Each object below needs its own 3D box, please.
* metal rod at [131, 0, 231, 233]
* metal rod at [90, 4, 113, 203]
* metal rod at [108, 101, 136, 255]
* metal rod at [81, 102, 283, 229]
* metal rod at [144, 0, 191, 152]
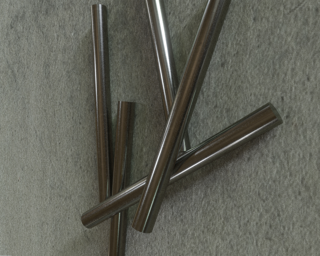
[{"bbox_3d":[0.027,-0.027,0.348,0.025,0.025,0.298,20,92,38],"label":"metal rod"},{"bbox_3d":[-0.088,-0.038,0.474,0.025,0.025,0.298,-5,87,39],"label":"metal rod"},{"bbox_3d":[-0.058,0.111,0.450,0.025,0.025,0.298,7,95,39],"label":"metal rod"},{"bbox_3d":[0.006,0.059,0.378,0.299,0.025,0.025,-34,69,28],"label":"metal rod"},{"bbox_3d":[0.001,-0.116,0.402,0.025,0.025,0.298,-16,80,38],"label":"metal rod"}]
